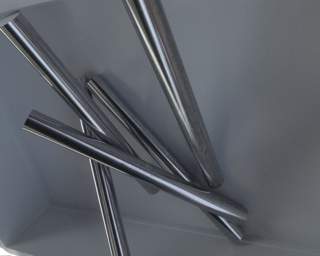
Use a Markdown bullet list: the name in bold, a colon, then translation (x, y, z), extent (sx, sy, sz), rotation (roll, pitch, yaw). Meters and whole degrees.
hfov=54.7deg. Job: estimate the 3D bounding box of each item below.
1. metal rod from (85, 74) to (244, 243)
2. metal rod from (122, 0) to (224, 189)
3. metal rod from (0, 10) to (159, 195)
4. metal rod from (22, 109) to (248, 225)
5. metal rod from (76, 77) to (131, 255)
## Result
- **metal rod**: translation (0.011, 0.046, 0.429), extent (0.300, 0.025, 0.025), rotation (48, 129, -6)
- **metal rod**: translation (0.026, -0.017, 0.304), extent (0.025, 0.025, 0.299), rotation (4, 146, 26)
- **metal rod**: translation (-0.071, -0.003, 0.370), extent (0.025, 0.025, 0.299), rotation (-3, 140, 29)
- **metal rod**: translation (-0.017, 0.056, 0.384), extent (0.301, 0.025, 0.025), rotation (27, 131, -16)
- **metal rod**: translation (-0.075, 0.078, 0.418), extent (0.025, 0.025, 0.298), rotation (-17, 86, 34)
